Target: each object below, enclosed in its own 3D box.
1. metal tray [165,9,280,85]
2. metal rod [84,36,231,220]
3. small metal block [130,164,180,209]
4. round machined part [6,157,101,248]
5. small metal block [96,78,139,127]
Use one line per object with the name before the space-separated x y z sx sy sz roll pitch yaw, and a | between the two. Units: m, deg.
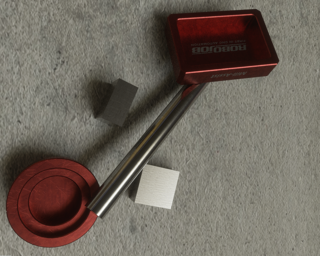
metal tray | 0.079 -0.108 0.408 0.131 0.030 0.090 -8 69 -11
metal rod | 0.015 -0.017 0.392 0.025 0.025 0.301 45 67 -15
small metal block | -0.007 0.075 0.408 0.050 0.025 0.050 16 85 -20
round machined part | -0.120 0.081 0.356 0.099 0.042 0.097 0 90 -21
small metal block | -0.054 -0.029 0.377 0.025 0.050 0.050 25 82 -19
